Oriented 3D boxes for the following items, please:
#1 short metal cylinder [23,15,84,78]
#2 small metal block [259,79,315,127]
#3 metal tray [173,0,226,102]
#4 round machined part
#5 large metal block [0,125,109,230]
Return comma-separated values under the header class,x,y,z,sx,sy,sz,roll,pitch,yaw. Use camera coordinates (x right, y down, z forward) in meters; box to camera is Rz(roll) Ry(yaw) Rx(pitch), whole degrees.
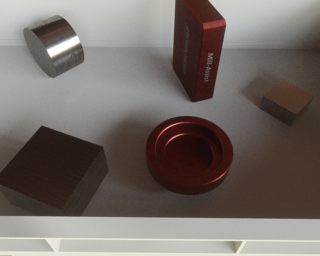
class,x,y,z,sx,sy,sz,roll,pitch,yaw
short metal cylinder,-0.161,-0.123,0.471,0.050,0.080,0.080,-37,59,-27
small metal block,0.179,-0.037,0.438,0.050,0.025,0.050,37,59,26
metal tray,0.049,-0.111,0.431,0.030,0.129,0.090,-15,52,-12
round machined part,0.033,0.035,0.365,0.099,0.042,0.098,0,50,0
large metal block,-0.115,0.053,0.343,0.080,0.050,0.080,18,52,14
